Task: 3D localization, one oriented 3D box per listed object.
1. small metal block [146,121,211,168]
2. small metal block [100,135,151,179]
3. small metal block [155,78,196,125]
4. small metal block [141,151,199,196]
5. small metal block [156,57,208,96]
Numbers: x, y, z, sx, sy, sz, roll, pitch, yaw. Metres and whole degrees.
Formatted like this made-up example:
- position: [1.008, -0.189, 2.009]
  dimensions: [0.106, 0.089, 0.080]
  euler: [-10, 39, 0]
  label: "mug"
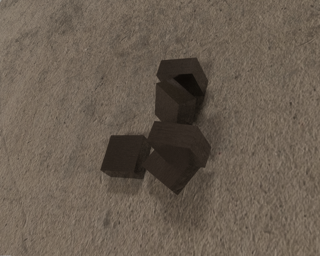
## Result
- position: [0.022, 0.018, 0.333]
  dimensions: [0.050, 0.050, 0.025]
  euler: [7, 65, 30]
  label: "small metal block"
- position: [-0.043, 0.037, 0.402]
  dimensions: [0.050, 0.025, 0.050]
  euler: [-1, 61, 27]
  label: "small metal block"
- position: [0.018, -0.026, 0.390]
  dimensions: [0.025, 0.050, 0.050]
  euler: [-21, 47, -25]
  label: "small metal block"
- position: [0.015, 0.043, 0.369]
  dimensions: [0.050, 0.025, 0.050]
  euler: [34, 81, 38]
  label: "small metal block"
- position: [0.031, -0.066, 0.411]
  dimensions: [0.050, 0.050, 0.025]
  euler: [2, 63, 29]
  label: "small metal block"
